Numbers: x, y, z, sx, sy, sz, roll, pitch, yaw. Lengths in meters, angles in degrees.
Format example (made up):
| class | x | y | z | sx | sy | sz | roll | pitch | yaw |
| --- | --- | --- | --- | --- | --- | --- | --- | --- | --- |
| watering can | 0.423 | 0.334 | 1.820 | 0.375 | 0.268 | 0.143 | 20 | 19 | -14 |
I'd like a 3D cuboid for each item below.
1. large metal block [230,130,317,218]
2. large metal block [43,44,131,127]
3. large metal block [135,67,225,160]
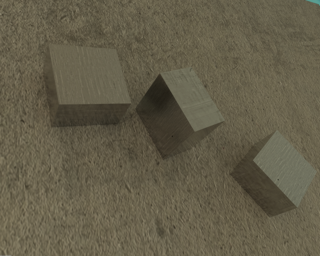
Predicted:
| class | x | y | z | sx | sy | sz | roll | pitch | yaw |
| --- | --- | --- | --- | --- | --- | --- | --- | --- | --- |
| large metal block | 0.160 | 0.063 | 0.435 | 0.080 | 0.050 | 0.080 | 48 | 51 | 5 |
| large metal block | -0.089 | -0.049 | 0.370 | 0.081 | 0.050 | 0.080 | -3 | 64 | -30 |
| large metal block | 0.022 | -0.017 | 0.391 | 0.050 | 0.080 | 0.080 | -18 | 72 | -35 |
